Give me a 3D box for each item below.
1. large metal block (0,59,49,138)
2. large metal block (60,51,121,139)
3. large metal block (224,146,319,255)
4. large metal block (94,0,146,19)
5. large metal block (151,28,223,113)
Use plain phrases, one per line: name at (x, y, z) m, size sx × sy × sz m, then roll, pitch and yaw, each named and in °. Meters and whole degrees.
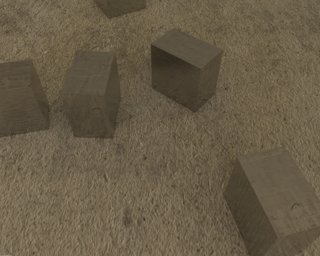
large metal block at (-0.194, -0.035, 0.396) m, size 0.081 × 0.080 × 0.050 m, roll -10°, pitch 51°, yaw -8°
large metal block at (-0.085, -0.043, 0.403) m, size 0.050 × 0.080 × 0.080 m, roll 3°, pitch 50°, yaw 2°
large metal block at (0.107, 0.077, 0.303) m, size 0.050 × 0.080 × 0.080 m, roll -11°, pitch 51°, yaw -9°
large metal block at (-0.082, -0.267, 0.610) m, size 0.081 × 0.050 × 0.080 m, roll -24°, pitch 54°, yaw -19°
large metal block at (0.035, -0.081, 0.435) m, size 0.080 × 0.080 × 0.050 m, roll 33°, pitch 57°, yaw 24°
